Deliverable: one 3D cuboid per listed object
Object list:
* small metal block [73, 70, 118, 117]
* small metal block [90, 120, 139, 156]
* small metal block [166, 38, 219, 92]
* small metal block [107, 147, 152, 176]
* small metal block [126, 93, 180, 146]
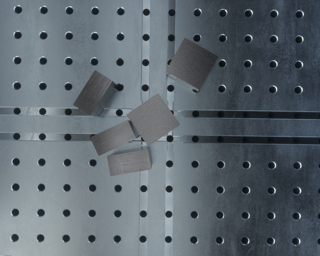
[{"bbox_3d":[-0.081,-0.043,0.400,0.025,0.050,0.050,32,90,0],"label":"small metal block"},{"bbox_3d":[-0.057,0.012,0.401,0.050,0.050,0.025,-25,90,0],"label":"small metal block"},{"bbox_3d":[0.042,-0.083,0.414,0.050,0.025,0.050,30,90,0],"label":"small metal block"},{"bbox_3d":[-0.037,0.042,0.401,0.050,0.050,0.025,-10,90,0],"label":"small metal block"},{"bbox_3d":[-0.009,-0.011,0.413,0.050,0.025,0.050,-35,90,0],"label":"small metal block"}]
